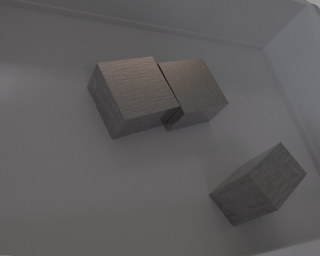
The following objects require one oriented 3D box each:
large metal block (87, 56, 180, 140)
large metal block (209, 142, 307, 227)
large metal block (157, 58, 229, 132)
[{"bbox_3d":[-0.035,-0.040,0.395,0.081,0.050,0.080,-16,70,-34],"label":"large metal block"},{"bbox_3d":[0.123,0.072,0.392,0.081,0.080,0.050,-30,79,-38],"label":"large metal block"},{"bbox_3d":[0.036,-0.048,0.438,0.081,0.050,0.080,-14,69,-34],"label":"large metal block"}]
